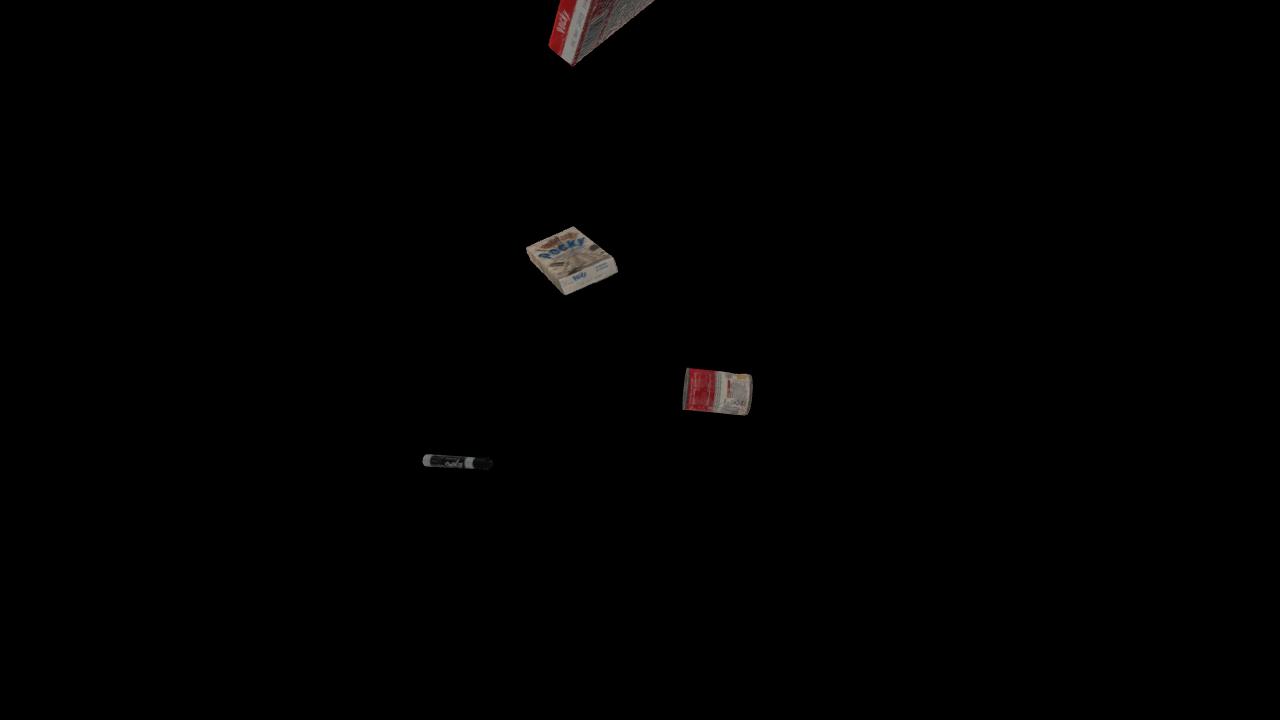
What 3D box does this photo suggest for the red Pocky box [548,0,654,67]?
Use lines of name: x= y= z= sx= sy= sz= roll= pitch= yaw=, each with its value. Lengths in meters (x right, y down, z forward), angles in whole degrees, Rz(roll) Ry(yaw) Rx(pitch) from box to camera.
red Pocky box: x=-0.008 y=-0.297 z=0.470 sx=0.028 sy=0.155 sz=0.083 roll=39 pitch=-29 yaw=-3

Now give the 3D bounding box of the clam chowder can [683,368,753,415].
clam chowder can: x=0.121 y=0.050 z=0.970 sx=0.102 sy=0.068 sz=0.068 roll=6 pitch=0 yaw=1

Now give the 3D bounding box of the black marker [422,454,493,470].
black marker: x=-0.270 y=0.152 z=0.915 sx=0.121 sy=0.020 sz=0.020 roll=-1 pitch=0 yaw=23

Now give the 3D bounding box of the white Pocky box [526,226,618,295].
white Pocky box: x=-0.099 y=-0.142 z=0.869 sx=0.084 sy=0.028 sz=0.154 roll=-27 pitch=36 yaw=-13
